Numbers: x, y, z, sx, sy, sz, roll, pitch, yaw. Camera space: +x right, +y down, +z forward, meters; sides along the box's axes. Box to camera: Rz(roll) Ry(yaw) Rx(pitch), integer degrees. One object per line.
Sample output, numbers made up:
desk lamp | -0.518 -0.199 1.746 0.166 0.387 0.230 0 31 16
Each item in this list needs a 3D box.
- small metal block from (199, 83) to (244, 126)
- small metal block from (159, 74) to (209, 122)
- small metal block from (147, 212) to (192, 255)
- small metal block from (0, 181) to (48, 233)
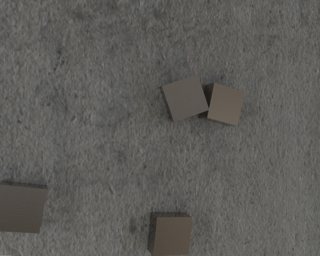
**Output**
small metal block | 0.088 -0.033 0.443 0.050 0.025 0.050 14 85 -20
small metal block | 0.032 -0.040 0.417 0.050 0.025 0.050 -20 97 -7
small metal block | 0.013 0.141 0.415 0.050 0.025 0.050 6 88 -20
small metal block | -0.159 0.089 0.351 0.050 0.025 0.050 11 86 -20
